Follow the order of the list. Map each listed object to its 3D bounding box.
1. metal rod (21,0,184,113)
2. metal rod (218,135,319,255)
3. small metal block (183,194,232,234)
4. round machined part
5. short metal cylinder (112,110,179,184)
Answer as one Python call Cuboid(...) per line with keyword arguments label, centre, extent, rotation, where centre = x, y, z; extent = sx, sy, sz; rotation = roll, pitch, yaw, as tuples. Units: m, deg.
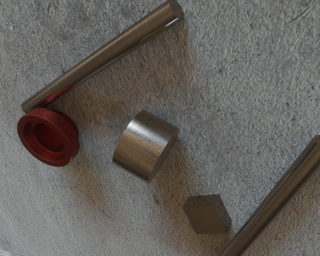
Cuboid(label="metal rod", centre=(-0.096, -0.078, 0.407), extent=(0.299, 0.025, 0.025), rotation=(-22, 107, 35))
Cuboid(label="metal rod", centre=(0.132, 0.127, 0.415), extent=(0.025, 0.025, 0.298), rotation=(28, 128, 10))
Cuboid(label="small metal block", centre=(0.068, 0.125, 0.447), extent=(0.050, 0.025, 0.050), rotation=(-13, 112, 33))
Cuboid(label="round machined part", centre=(-0.168, 0.010, 0.485), extent=(0.098, 0.042, 0.097), rotation=(12, 128, 17))
Cuboid(label="short metal cylinder", centre=(-0.017, 0.024, 0.393), extent=(0.050, 0.080, 0.079), rotation=(29, 128, 9))
